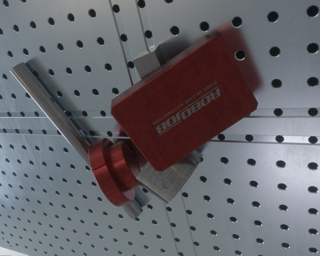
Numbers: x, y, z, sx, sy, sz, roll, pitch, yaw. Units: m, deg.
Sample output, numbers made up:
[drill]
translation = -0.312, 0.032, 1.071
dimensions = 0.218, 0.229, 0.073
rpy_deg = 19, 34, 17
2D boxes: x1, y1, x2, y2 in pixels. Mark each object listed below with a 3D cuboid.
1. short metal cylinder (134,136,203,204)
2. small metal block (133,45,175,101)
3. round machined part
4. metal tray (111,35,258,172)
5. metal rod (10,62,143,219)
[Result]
[short metal cylinder]
translation = 0.011, 0.051, 0.401
dimensions = 0.050, 0.080, 0.080
rpy_deg = 37, 129, 3
[small metal block]
translation = -0.005, -0.064, 0.355
dimensions = 0.025, 0.050, 0.050
rpy_deg = -21, 109, 13
[round machined part]
translation = -0.057, 0.057, 0.439
dimensions = 0.042, 0.098, 0.098
rpy_deg = -26, 107, 5
[metal tray]
translation = 0.025, -0.025, 0.328
dimensions = 0.130, 0.030, 0.090
rpy_deg = -34, 111, 4
[metal rod]
translation = -0.127, 0.026, 0.493
dimensions = 0.025, 0.025, 0.299
rpy_deg = -29, 103, 37
